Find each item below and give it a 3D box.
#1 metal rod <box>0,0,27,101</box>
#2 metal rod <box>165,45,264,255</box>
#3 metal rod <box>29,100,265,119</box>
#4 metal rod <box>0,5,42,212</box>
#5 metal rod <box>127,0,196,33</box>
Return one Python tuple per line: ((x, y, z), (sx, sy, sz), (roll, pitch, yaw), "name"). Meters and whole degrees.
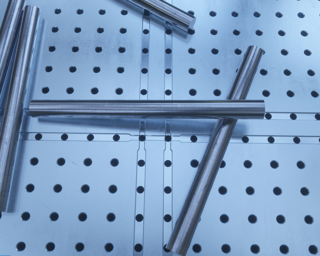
((-0.231, -0.057, 0.429), (0.025, 0.025, 0.299), (4, 70, 1), "metal rod")
((0.079, 0.016, 0.406), (0.025, 0.025, 0.300), (23, 71, 8), "metal rod")
((-0.021, -0.025, 0.404), (0.302, 0.025, 0.025), (1, 70, 6), "metal rod")
((-0.196, -0.039, 0.423), (0.025, 0.025, 0.299), (1, 70, 0), "metal rod")
((-0.078, -0.233, 0.495), (0.301, 0.025, 0.025), (31, 73, 10), "metal rod")
